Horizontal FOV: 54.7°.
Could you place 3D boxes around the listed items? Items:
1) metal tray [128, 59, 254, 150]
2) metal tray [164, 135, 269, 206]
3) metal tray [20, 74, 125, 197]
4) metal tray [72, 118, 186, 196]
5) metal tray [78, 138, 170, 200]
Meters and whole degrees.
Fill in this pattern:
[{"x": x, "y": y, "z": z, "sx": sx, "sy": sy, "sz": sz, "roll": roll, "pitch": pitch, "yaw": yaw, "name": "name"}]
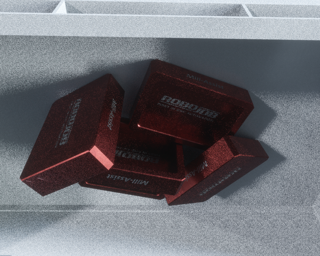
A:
[{"x": 0.036, "y": -0.022, "z": 0.385, "sx": 0.131, "sy": 0.030, "sz": 0.089, "roll": 16, "pitch": 128, "yaw": -14, "name": "metal tray"}, {"x": 0.075, "y": 0.062, "z": 0.432, "sx": 0.091, "sy": 0.030, "sz": 0.129, "roll": 9, "pitch": 137, "yaw": -46, "name": "metal tray"}, {"x": -0.089, "y": 0.002, "z": 0.337, "sx": 0.090, "sy": 0.130, "sz": 0.030, "roll": -23, "pitch": 127, "yaw": 19, "name": "metal tray"}, {"x": -0.037, "y": 0.030, "z": 0.388, "sx": 0.131, "sy": 0.090, "sz": 0.030, "roll": 12, "pitch": 129, "yaw": -11, "name": "metal tray"}, {"x": -0.045, "y": 0.057, "z": 0.449, "sx": 0.131, "sy": 0.030, "sz": 0.089, "roll": 12, "pitch": 129, "yaw": -11, "name": "metal tray"}]
